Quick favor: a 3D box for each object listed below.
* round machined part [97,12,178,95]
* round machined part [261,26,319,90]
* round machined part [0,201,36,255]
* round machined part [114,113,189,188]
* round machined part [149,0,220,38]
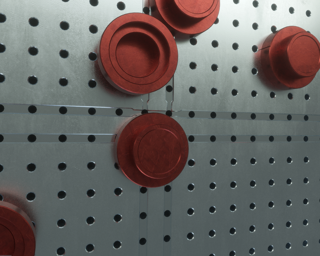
[{"bbox_3d":[-0.030,-0.090,0.392,0.099,0.042,0.097,0,90,-20],"label":"round machined part"},{"bbox_3d":[0.210,-0.110,0.480,0.099,0.042,0.097,0,90,-20],"label":"round machined part"},{"bbox_3d":[-0.187,0.126,0.335,0.099,0.042,0.097,0,90,-20],"label":"round machined part"},{"bbox_3d":[-0.007,0.029,0.401,0.099,0.042,0.097,0,90,-20],"label":"round machined part"},{"bbox_3d":[0.039,-0.175,0.417,0.099,0.042,0.097,0,90,-20],"label":"round machined part"}]
